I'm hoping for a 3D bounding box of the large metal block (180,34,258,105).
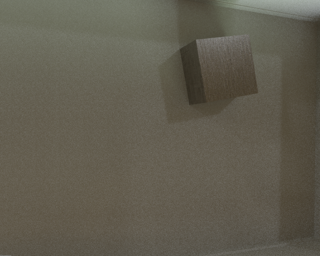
[{"bbox_3d":[0.080,-0.079,0.426,0.081,0.050,0.080,-12,94,-20],"label":"large metal block"}]
